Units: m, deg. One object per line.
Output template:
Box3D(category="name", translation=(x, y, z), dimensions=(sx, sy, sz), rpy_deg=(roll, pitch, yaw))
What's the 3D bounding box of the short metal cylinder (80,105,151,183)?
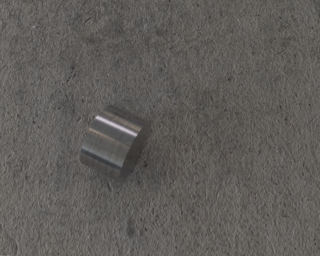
Box3D(category="short metal cylinder", translation=(-0.051, 0.018, 0.372), dimensions=(0.050, 0.080, 0.080), rpy_deg=(25, 72, 9))
